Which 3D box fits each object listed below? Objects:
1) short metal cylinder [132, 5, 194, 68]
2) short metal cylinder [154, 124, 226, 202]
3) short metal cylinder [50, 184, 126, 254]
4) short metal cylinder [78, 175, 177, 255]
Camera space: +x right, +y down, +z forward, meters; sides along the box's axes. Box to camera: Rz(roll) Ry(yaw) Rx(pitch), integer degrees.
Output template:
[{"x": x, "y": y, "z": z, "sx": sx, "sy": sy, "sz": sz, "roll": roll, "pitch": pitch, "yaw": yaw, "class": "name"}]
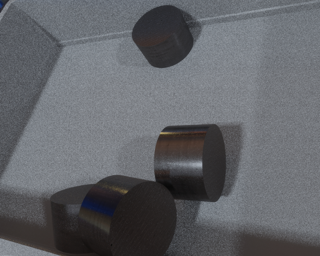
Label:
[{"x": 0.005, "y": -0.139, "z": 0.473, "sx": 0.080, "sy": 0.050, "sz": 0.080, "roll": -13, "pitch": 56, "yaw": 21, "class": "short metal cylinder"}, {"x": 0.035, "y": 0.036, "z": 0.330, "sx": 0.050, "sy": 0.080, "sz": 0.080, "roll": -2, "pitch": 61, "yaw": 27, "class": "short metal cylinder"}, {"x": -0.077, "y": 0.096, "z": 0.343, "sx": 0.080, "sy": 0.080, "sz": 0.050, "roll": -2, "pitch": 95, "yaw": 27, "class": "short metal cylinder"}, {"x": -0.030, "y": 0.088, "z": 0.298, "sx": 0.050, "sy": 0.080, "sz": 0.080, "roll": 0, "pitch": 61, "yaw": 46, "class": "short metal cylinder"}]
